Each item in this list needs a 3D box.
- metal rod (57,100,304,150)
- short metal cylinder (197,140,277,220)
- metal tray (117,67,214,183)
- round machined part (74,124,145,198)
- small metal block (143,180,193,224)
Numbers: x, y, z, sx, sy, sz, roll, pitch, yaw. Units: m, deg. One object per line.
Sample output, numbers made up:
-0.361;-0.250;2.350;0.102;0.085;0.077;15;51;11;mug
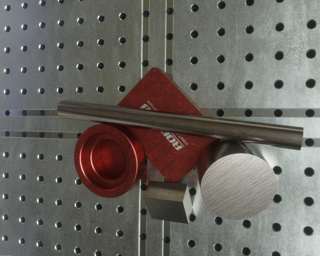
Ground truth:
0.008;-0.007;0.375;0.301;0.025;0.025;8;93;19;metal rod
0.084;0.056;0.353;0.081;0.050;0.079;0;108;2;short metal cylinder
0.009;-0.004;0.407;0.090;0.030;0.130;-45;77;14;metal tray
-0.064;0.041;0.420;0.098;0.042;0.097;3;97;24;round machined part
0.011;0.094;0.393;0.050;0.025;0.050;3;134;19;small metal block
